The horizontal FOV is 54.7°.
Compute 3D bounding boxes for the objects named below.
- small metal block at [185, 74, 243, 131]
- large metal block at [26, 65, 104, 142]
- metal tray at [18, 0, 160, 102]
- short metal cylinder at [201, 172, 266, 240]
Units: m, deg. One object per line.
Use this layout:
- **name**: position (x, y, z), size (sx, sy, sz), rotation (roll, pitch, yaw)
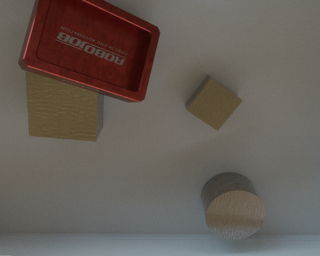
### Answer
- **small metal block**: position (0.068, -0.033, 0.400), size (0.050, 0.025, 0.050), rotation (33, 106, -12)
- **large metal block**: position (-0.114, -0.033, 0.384), size (0.081, 0.050, 0.079), rotation (5, 110, -2)
- **metal tray**: position (-0.069, -0.087, 0.330), size (0.131, 0.030, 0.090), rotation (16, 84, -32)
- **short metal cylinder**: position (0.102, 0.110, 0.440), size (0.081, 0.050, 0.079), rotation (0, 110, -1)
